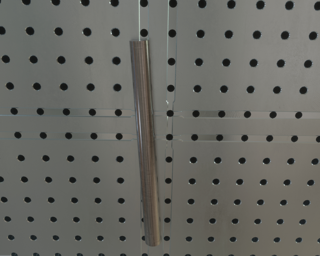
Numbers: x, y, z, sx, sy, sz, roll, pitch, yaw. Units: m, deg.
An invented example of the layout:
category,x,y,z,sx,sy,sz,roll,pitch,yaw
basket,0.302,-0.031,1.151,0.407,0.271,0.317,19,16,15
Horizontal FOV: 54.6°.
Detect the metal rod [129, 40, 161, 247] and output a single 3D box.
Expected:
category,x,y,z,sx,sy,sz,roll,pitch,yaw
metal rod,-0.017,0.034,0.425,0.025,0.025,0.298,-3,110,1
